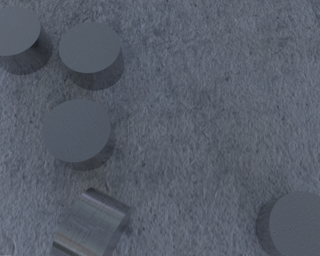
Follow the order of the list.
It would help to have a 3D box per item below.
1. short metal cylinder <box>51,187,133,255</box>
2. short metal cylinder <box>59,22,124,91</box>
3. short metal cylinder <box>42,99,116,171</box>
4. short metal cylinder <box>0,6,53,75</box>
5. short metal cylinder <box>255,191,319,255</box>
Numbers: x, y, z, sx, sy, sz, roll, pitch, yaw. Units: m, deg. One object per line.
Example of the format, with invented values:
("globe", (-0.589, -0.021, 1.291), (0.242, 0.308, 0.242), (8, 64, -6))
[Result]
("short metal cylinder", (-0.071, 0.112, 0.337), (0.050, 0.080, 0.080), (25, 72, 8))
("short metal cylinder", (-0.092, -0.099, 0.430), (0.081, 0.050, 0.080), (0, 70, 0))
("short metal cylinder", (-0.099, 0.010, 0.390), (0.081, 0.050, 0.080), (0, 70, 0))
("short metal cylinder", (-0.200, -0.122, 0.437), (0.081, 0.050, 0.080), (0, 70, 0))
("short metal cylinder", (0.157, 0.116, 0.354), (0.081, 0.050, 0.080), (0, 70, 0))
